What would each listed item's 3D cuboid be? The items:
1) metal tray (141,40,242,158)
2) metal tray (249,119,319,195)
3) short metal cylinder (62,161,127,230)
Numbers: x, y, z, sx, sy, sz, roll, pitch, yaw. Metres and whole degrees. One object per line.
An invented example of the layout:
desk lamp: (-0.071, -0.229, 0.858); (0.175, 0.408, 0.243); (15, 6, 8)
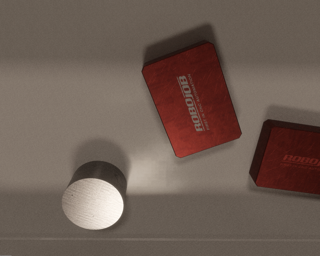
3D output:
metal tray: (0.042, -0.035, 0.396); (0.090, 0.030, 0.129); (-20, 109, 6)
metal tray: (0.200, 0.043, 0.427); (0.131, 0.030, 0.089); (8, 110, -4)
short metal cylinder: (-0.089, 0.092, 0.431); (0.081, 0.050, 0.079); (0, 110, -1)
